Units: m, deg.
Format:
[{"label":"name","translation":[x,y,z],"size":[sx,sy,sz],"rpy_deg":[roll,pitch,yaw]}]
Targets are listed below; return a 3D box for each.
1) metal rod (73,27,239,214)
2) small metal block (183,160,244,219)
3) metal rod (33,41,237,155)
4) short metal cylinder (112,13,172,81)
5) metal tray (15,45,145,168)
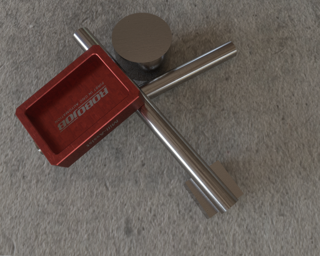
[{"label":"metal rod","translation":[-0.015,-0.020,0.390],"size":[0.025,0.025,0.300],"rpy_deg":[-37,75,-13]},{"label":"small metal block","translation":[0.065,0.076,0.382],"size":[0.050,0.025,0.050],"rpy_deg":[-32,73,-11]},{"label":"metal rod","translation":[-0.026,-0.046,0.426],"size":[0.302,0.025,0.025],"rpy_deg":[-28,73,-10]},{"label":"short metal cylinder","translation":[-0.024,-0.113,0.436],"size":[0.081,0.050,0.080],"rpy_deg":[0,70,0]},{"label":"metal tray","translation":[-0.096,-0.026,0.374],"size":[0.130,0.030,0.090],"rpy_deg":[-40,74,-2]}]
